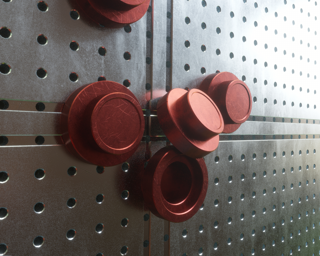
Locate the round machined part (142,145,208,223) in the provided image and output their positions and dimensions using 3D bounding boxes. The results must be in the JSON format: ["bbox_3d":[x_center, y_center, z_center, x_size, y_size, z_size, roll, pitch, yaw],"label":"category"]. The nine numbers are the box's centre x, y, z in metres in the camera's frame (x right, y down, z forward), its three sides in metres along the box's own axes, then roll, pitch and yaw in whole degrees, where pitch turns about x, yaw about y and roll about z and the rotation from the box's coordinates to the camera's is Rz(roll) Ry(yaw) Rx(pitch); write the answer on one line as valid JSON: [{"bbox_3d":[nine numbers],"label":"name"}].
[{"bbox_3d":[0.015,0.071,0.410,0.099,0.042,0.097,0,90,-40],"label":"round machined part"}]

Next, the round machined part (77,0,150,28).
[{"bbox_3d":[-0.048,-0.169,0.356,0.099,0.042,0.097,0,90,-40],"label":"round machined part"}]

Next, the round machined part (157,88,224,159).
[{"bbox_3d":[0.046,-0.013,0.407,0.098,0.042,0.098,31,40,-30],"label":"round machined part"}]

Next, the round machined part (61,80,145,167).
[{"bbox_3d":[-0.056,-0.005,0.350,0.099,0.042,0.097,0,90,-40],"label":"round machined part"}]

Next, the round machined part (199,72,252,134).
[{"bbox_3d":[0.108,-0.040,0.487,0.099,0.042,0.097,0,90,-40],"label":"round machined part"}]
